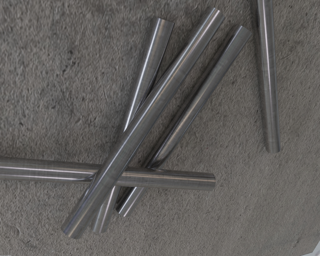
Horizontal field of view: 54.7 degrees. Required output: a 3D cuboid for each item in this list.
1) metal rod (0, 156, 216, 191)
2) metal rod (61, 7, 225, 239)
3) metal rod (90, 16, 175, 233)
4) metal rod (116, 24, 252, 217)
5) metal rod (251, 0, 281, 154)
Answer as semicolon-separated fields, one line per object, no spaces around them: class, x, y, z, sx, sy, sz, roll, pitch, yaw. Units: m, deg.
metal rod;-0.068;0.057;0.375;0.302;0.025;0.025;8;115;-22
metal rod;-0.018;-0.008;0.353;0.025;0.025;0.299;36;87;-39
metal rod;-0.042;0.012;0.391;0.025;0.025;0.298;6;116;-31
metal rod;0.025;-0.001;0.419;0.025;0.025;0.299;23;106;-37
metal rod;0.154;-0.076;0.443;0.025;0.025;0.299;-29;128;-10
